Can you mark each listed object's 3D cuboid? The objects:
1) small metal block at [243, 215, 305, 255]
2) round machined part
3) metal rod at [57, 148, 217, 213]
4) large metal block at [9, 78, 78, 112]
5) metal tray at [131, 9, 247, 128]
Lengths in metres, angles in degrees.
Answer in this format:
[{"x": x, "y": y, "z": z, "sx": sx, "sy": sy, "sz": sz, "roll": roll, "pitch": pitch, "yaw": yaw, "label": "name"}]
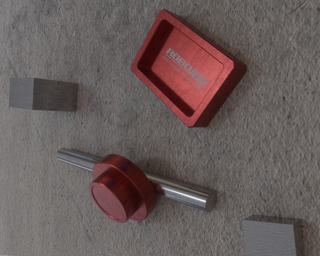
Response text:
[{"x": 0.114, "y": 0.117, "z": 0.311, "sx": 0.050, "sy": 0.025, "sz": 0.050, "roll": -7, "pitch": 85, "yaw": 39, "label": "small metal block"}, {"x": -0.056, "y": 0.086, "z": 0.412, "sx": 0.098, "sy": 0.042, "sz": 0.097, "roll": 25, "pitch": 135, "yaw": 28, "label": "round machined part"}, {"x": -0.056, "y": 0.066, "z": 0.450, "sx": 0.300, "sy": 0.025, "sz": 0.025, "roll": 9, "pitch": 96, "yaw": 39, "label": "metal rod"}, {"x": -0.201, "y": -0.057, "z": 0.535, "sx": 0.080, "sy": 0.081, "sz": 0.050, "roll": 8, "pitch": 95, "yaw": 39, "label": "large metal block"}, {"x": 0.028, "y": -0.073, "z": 0.378, "sx": 0.130, "sy": 0.030, "sz": 0.089, "roll": 47, "pitch": 118, "yaw": 29, "label": "metal tray"}]
